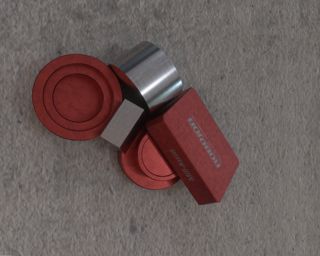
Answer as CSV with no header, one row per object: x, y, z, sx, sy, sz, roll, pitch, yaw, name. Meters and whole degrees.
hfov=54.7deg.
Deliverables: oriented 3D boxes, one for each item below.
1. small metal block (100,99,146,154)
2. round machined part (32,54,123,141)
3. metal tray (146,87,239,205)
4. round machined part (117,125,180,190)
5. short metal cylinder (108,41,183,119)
-0.041,0.000,0.364,0.025,0.050,0.050,31,79,7,small metal block
-0.097,-0.034,0.366,0.099,0.042,0.097,0,90,-21,round machined part
0.048,0.022,0.403,0.130,0.030,0.090,56,42,-12,metal tray
-0.002,0.032,0.401,0.099,0.042,0.097,0,90,-21,round machined part
-0.019,-0.057,0.376,0.050,0.080,0.080,-40,103,-16,short metal cylinder
